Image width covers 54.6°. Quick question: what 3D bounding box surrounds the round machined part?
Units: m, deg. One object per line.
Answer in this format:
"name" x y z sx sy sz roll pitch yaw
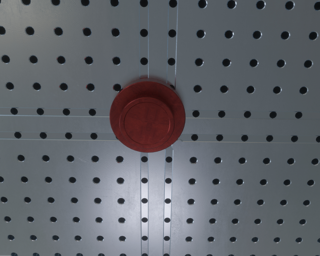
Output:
"round machined part" -0.016 -0.012 0.400 0.099 0.042 0.097 0 110 0
